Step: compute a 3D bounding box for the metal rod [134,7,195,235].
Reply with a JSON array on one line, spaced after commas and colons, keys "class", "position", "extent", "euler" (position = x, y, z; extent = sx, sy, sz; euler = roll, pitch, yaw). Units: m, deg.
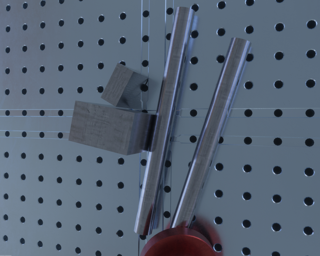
[{"class": "metal rod", "position": [0.005, -0.006, 0.410], "extent": [0.025, 0.025, 0.298], "euler": [12, 94, 19]}]

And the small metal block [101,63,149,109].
[{"class": "small metal block", "position": [-0.046, -0.055, 0.415], "extent": [0.025, 0.050, 0.050], "euler": [31, 100, 17]}]

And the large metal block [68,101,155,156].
[{"class": "large metal block", "position": [-0.057, -0.001, 0.402], "extent": [0.080, 0.080, 0.050], "euler": [12, 94, 19]}]

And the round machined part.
[{"class": "round machined part", "position": [0.024, 0.175, 0.374], "extent": [0.099, 0.042, 0.097], "euler": [-1, 98, -6]}]

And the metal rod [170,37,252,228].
[{"class": "metal rod", "position": [0.055, 0.036, 0.392], "extent": [0.025, 0.025, 0.298], "euler": [19, 96, 18]}]
